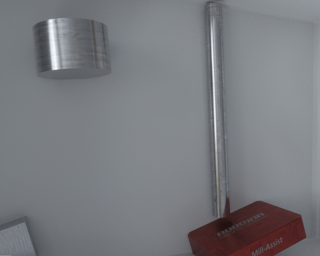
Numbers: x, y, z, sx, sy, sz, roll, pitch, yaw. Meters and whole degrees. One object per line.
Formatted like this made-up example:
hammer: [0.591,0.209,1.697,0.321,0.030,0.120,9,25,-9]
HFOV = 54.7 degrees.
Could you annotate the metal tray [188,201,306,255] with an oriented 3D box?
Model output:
metal tray: [0.115,0.145,0.420,0.131,0.090,0.030,-18,97,-20]

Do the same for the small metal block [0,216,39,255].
small metal block: [-0.170,0.135,0.348,0.050,0.025,0.050,-17,96,-20]

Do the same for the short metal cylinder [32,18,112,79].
short metal cylinder: [-0.097,-0.085,0.346,0.081,0.080,0.050,-6,92,-20]

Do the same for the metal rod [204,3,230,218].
metal rod: [0.082,-0.024,0.442,0.025,0.025,0.298,-3,91,-20]
